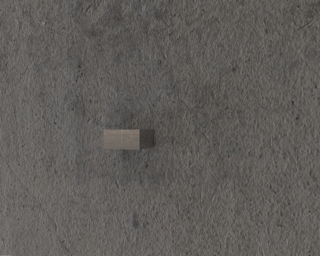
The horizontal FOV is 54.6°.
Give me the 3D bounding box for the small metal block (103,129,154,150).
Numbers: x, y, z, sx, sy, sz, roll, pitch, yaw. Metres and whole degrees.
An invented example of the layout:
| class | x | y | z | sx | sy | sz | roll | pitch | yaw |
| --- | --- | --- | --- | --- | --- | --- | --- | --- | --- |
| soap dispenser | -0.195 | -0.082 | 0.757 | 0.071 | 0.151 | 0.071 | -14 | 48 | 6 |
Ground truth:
| class | x | y | z | sx | sy | sz | roll | pitch | yaw |
| --- | --- | --- | --- | --- | --- | --- | --- | --- | --- |
| small metal block | -0.040 | 0.014 | 0.410 | 0.050 | 0.050 | 0.025 | 0 | 90 | 20 |
